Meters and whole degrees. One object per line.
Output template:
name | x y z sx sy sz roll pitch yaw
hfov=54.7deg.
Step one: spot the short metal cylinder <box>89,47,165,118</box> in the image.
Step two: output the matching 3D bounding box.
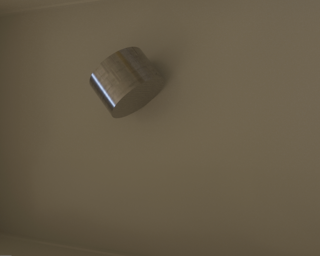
short metal cylinder | -0.041 -0.057 0.395 0.080 0.080 0.050 -40 78 15
